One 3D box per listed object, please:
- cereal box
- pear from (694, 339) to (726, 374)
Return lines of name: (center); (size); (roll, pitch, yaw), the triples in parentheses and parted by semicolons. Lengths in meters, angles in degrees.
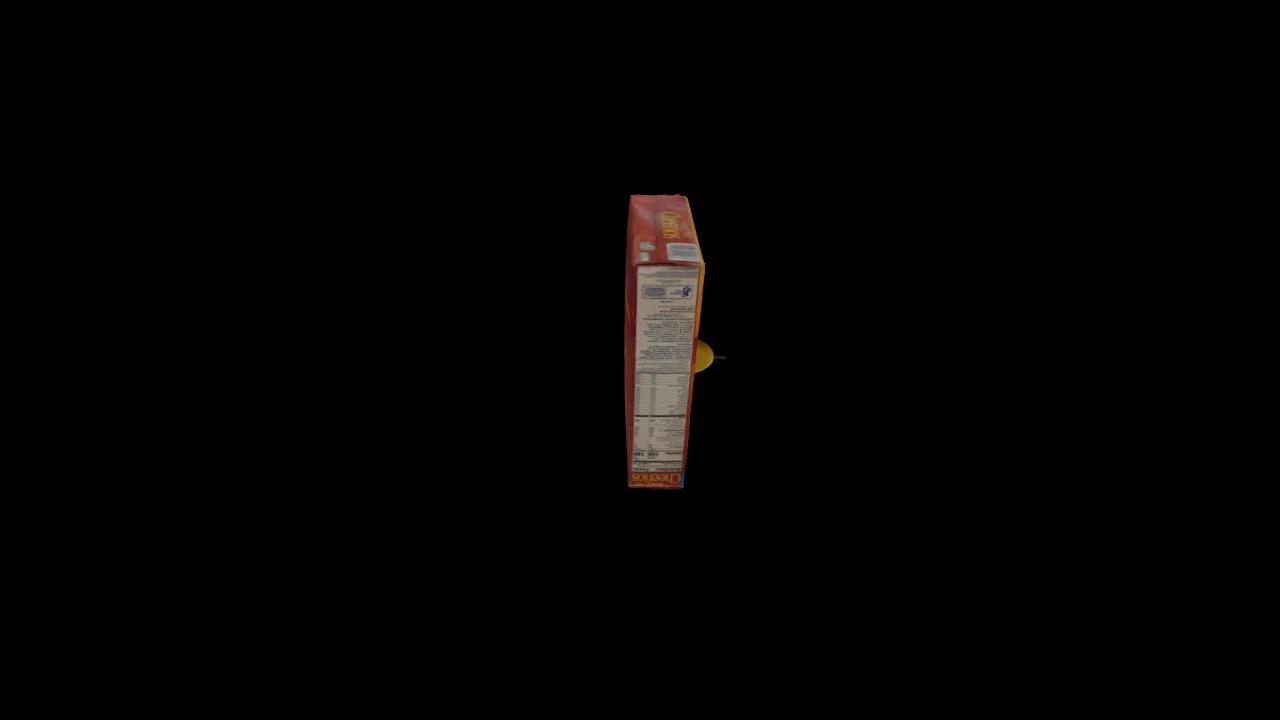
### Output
cereal box: (0.021, -0.021, 0.750); (0.081, 0.306, 0.203); (0, 33, -2)
pear: (0.051, -0.005, 0.742); (0.111, 0.080, 0.080); (-6, 0, 0)
